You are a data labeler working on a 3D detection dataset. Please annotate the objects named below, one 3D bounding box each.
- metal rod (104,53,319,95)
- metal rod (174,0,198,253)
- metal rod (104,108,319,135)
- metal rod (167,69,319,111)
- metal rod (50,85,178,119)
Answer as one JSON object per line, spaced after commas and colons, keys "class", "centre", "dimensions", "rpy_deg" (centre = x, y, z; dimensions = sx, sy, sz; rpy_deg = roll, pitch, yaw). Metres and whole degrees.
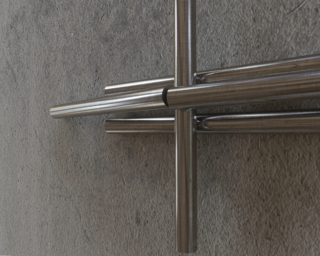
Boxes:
{"class": "metal rod", "centre": [0.043, -0.055, 0.369], "dimensions": [0.300, 0.025, 0.025], "rpy_deg": [-1, 90, 39]}
{"class": "metal rod", "centre": [0.029, -0.013, 0.348], "dimensions": [0.025, 0.025, 0.298], "rpy_deg": [-1, 90, 39]}
{"class": "metal rod", "centre": [0.043, -0.005, 0.369], "dimensions": [0.300, 0.025, 0.025], "rpy_deg": [-1, 90, 39]}
{"class": "metal rod", "centre": [0.144, -0.038, 0.254], "dimensions": [0.300, 0.025, 0.025], "rpy_deg": [-3, 88, 29]}
{"class": "metal rod", "centre": [-0.087, -0.031, 0.443], "dimensions": [0.300, 0.025, 0.025], "rpy_deg": [-2, 89, 49]}
